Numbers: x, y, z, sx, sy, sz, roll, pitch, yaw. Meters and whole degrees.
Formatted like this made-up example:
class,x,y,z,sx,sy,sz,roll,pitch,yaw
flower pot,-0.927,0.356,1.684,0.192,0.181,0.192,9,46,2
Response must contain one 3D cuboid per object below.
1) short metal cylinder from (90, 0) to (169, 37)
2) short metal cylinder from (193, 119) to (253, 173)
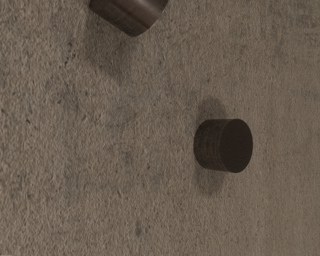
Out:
class,x,y,z,sx,sy,sz,roll,pitch,yaw
short metal cylinder,-0.033,-0.150,0.343,0.050,0.080,0.080,26,74,-38
short metal cylinder,0.097,0.026,0.473,0.081,0.050,0.079,0,90,-40
